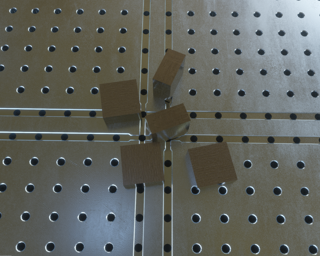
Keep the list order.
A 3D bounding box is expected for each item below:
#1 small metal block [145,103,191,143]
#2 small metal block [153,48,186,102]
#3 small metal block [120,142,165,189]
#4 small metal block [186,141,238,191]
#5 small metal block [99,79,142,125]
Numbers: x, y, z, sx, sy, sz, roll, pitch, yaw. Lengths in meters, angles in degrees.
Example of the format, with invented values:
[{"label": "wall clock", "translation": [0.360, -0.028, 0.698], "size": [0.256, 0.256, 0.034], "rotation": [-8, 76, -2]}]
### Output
[{"label": "small metal block", "translation": [0.009, -0.003, 0.400], "size": [0.050, 0.050, 0.025], "rotation": [-19, 72, -7]}, {"label": "small metal block", "translation": [0.012, -0.071, 0.425], "size": [0.025, 0.050, 0.050], "rotation": [23, 72, 8]}, {"label": "small metal block", "translation": [-0.022, 0.047, 0.394], "size": [0.050, 0.025, 0.050], "rotation": [-6, 70, -3]}, {"label": "small metal block", "translation": [0.065, 0.049, 0.395], "size": [0.050, 0.025, 0.050], "rotation": [-11, 71, -5]}, {"label": "small metal block", "translation": [-0.053, -0.036, 0.424], "size": [0.050, 0.025, 0.050], "rotation": [-8, 70, -4]}]
